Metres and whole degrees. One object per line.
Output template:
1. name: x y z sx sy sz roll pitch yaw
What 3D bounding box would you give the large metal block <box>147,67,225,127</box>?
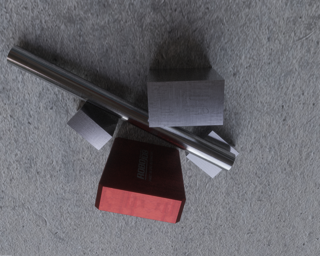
1. large metal block: 0.027 -0.039 0.366 0.081 0.080 0.050 -2 110 0

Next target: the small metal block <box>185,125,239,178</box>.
1. small metal block: 0.070 0.032 0.424 0.050 0.025 0.050 40 105 -14

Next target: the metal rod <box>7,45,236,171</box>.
1. metal rod: -0.044 -0.022 0.388 0.301 0.025 0.025 27 108 -5

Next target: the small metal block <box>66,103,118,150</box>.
1. small metal block: -0.084 -0.006 0.394 0.050 0.050 0.025 43 104 -14

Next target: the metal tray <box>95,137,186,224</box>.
1. metal tray: -0.020 0.056 0.376 0.091 0.130 0.030 12 110 -5
